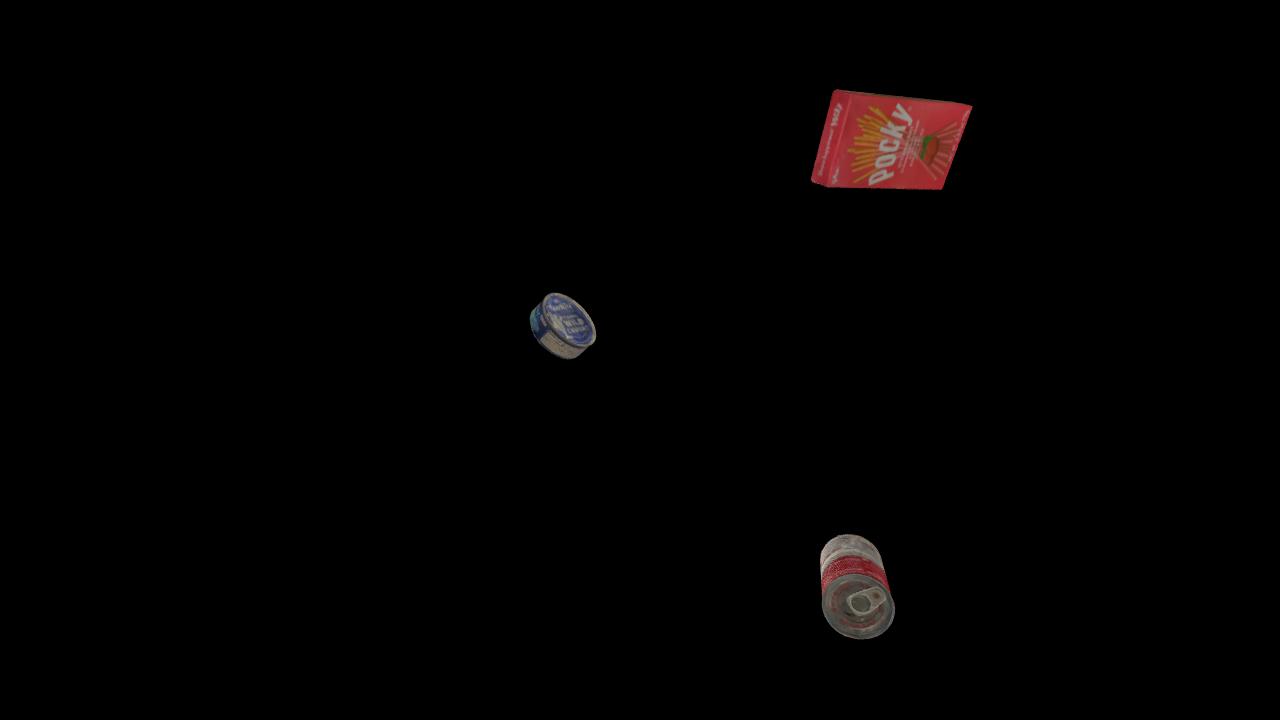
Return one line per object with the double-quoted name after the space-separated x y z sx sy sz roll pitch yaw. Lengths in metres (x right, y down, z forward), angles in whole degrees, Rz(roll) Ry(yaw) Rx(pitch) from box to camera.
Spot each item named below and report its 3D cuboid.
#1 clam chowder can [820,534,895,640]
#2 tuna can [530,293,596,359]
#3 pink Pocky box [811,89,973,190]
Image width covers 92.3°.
0.223 0.232 0.643 0.068 0.068 0.102 0 8 15 "clam chowder can"
-0.098 -0.043 0.781 0.034 0.084 0.084 -39 -22 29 "tuna can"
0.243 -0.209 0.593 0.155 0.084 0.029 -5 32 -23 "pink Pocky box"
